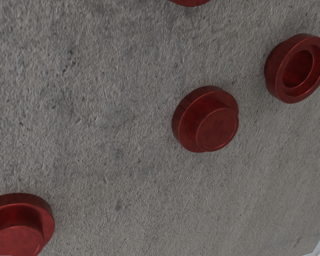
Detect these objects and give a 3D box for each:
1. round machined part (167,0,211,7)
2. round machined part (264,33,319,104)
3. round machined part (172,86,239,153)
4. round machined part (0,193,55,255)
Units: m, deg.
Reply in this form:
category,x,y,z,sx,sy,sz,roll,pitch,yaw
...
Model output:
category,x,y,z,sx,sy,sz,roll,pitch,yaw
round machined part,0.037,-0.172,0.309,0.099,0.042,0.097,-14,124,-21
round machined part,0.191,-0.088,0.445,0.099,0.042,0.097,-14,124,-21
round machined part,0.069,-0.006,0.430,0.099,0.042,0.097,-14,124,-21
round machined part,-0.180,0.131,0.379,0.099,0.042,0.097,-14,124,-21
